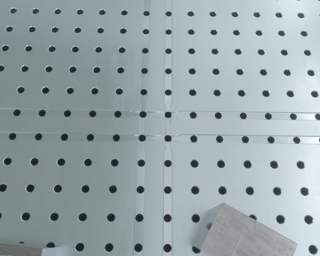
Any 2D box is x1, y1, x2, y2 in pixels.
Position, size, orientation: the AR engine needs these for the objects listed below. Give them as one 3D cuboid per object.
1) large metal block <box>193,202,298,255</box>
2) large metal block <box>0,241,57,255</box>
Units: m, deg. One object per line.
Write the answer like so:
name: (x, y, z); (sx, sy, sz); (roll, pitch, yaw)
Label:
large metal block: (0.087, 0.127, 0.337); (0.080, 0.080, 0.050); (28, 73, 9)
large metal block: (-0.168, 0.167, 0.335); (0.080, 0.050, 0.080); (7, 70, 2)
